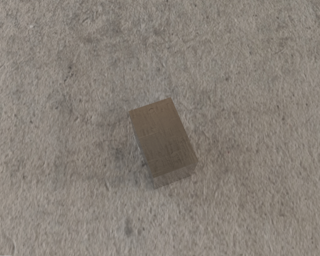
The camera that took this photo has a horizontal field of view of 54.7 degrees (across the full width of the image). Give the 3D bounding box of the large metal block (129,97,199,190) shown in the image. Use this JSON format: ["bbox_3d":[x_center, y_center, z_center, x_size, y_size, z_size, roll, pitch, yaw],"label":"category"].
[{"bbox_3d":[0.003,0.022,0.371,0.050,0.080,0.080,-19,72,-7],"label":"large metal block"}]
